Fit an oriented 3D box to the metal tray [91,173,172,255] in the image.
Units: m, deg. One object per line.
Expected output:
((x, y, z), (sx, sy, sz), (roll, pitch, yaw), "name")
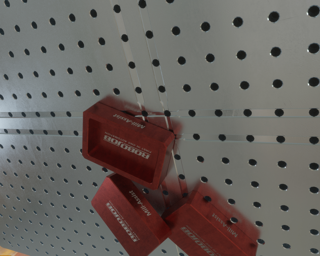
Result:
((-0.050, 0.143, 0.500), (0.130, 0.030, 0.089), (48, 131, 16), "metal tray")

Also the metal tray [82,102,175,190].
((-0.050, 0.026, 0.451), (0.130, 0.030, 0.089), (22, 127, 15), "metal tray")

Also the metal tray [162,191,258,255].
((0.070, 0.165, 0.474), (0.130, 0.030, 0.090), (42, 129, -1), "metal tray")
